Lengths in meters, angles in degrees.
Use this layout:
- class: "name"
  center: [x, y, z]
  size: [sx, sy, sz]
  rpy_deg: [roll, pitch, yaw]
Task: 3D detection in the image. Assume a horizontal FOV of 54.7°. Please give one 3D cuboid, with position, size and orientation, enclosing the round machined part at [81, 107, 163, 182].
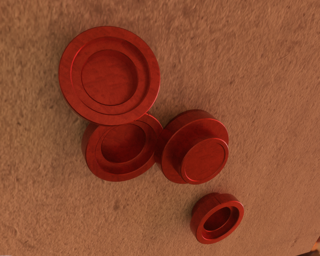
- class: "round machined part"
  center: [-0.047, 0.014, 0.380]
  size: [0.099, 0.042, 0.097]
  rpy_deg: [-14, 125, -21]

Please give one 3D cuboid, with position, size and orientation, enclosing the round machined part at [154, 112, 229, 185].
- class: "round machined part"
  center: [0.046, 0.032, 0.388]
  size: [0.099, 0.042, 0.097]
  rpy_deg: [-14, 124, -21]

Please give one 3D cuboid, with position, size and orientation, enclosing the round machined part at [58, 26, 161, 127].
- class: "round machined part"
  center: [-0.052, -0.050, 0.319]
  size: [0.099, 0.042, 0.097]
  rpy_deg: [0, 89, -17]

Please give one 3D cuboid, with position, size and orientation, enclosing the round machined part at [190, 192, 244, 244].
- class: "round machined part"
  center: [0.095, 0.153, 0.545]
  size: [0.099, 0.042, 0.097]
  rpy_deg: [-14, 125, -21]

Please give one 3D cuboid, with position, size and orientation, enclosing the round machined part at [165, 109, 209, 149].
- class: "round machined part"
  center: [0.050, 0.026, 0.441]
  size: [0.099, 0.042, 0.097]
  rpy_deg: [-14, 125, -21]
